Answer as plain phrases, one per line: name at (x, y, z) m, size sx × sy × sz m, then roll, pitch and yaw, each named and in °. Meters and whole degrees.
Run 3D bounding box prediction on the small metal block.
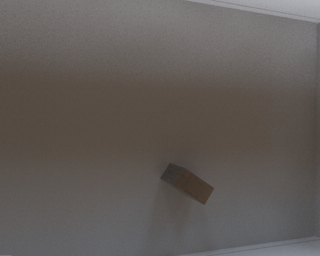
small metal block at (0.035, 0.073, 0.410) m, size 0.050 × 0.050 × 0.025 m, roll 36°, pitch 79°, yaw -17°
